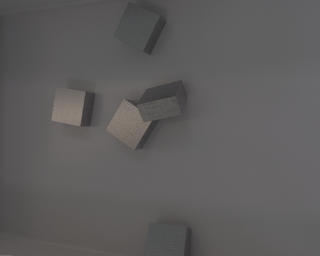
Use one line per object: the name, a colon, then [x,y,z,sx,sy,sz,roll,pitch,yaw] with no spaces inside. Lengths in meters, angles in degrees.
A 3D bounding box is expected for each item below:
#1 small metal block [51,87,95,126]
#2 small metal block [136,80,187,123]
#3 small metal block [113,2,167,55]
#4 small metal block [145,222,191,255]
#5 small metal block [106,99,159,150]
small metal block: [-0.127,-0.031,0.455,0.050,0.025,0.050,11,94,19]
small metal block: [0.004,-0.034,0.393,0.050,0.050,0.025,-12,116,19]
small metal block: [-0.027,-0.134,0.420,0.050,0.025,0.050,30,100,17]
small metal block: [0.010,0.151,0.398,0.050,0.025,0.050,1,70,20]
small metal block: [-0.037,-0.005,0.423,0.050,0.025,0.050,35,101,16]
